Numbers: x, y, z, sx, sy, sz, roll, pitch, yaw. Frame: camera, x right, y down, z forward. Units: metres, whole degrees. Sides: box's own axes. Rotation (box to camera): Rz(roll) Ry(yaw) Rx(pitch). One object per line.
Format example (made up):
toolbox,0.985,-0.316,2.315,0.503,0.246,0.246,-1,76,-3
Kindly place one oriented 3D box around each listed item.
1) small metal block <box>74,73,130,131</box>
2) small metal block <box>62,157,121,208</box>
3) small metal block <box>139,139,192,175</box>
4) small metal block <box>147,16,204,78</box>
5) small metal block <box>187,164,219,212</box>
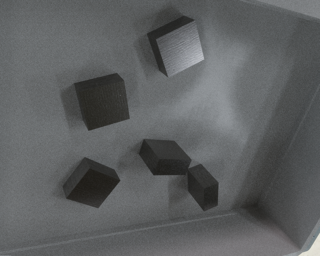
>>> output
small metal block,-0.066,-0.030,0.355,0.050,0.025,0.050,-18,126,-19
small metal block,-0.090,0.073,0.406,0.050,0.025,0.050,32,101,-39
small metal block,0.006,0.039,0.422,0.050,0.050,0.025,5,116,-31
small metal block,0.019,-0.095,0.362,0.050,0.025,0.050,-29,129,-10
small metal block,0.067,0.094,0.489,0.025,0.050,0.050,-18,126,-18
